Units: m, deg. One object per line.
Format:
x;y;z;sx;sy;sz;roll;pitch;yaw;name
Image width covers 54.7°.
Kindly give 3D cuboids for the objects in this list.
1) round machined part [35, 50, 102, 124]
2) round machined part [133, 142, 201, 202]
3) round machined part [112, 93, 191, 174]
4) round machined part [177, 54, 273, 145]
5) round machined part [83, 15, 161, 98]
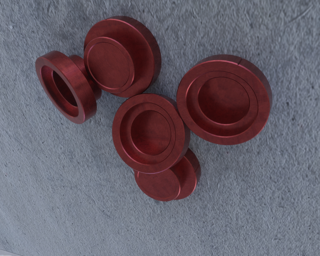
-0.115;-0.057;0.407;0.098;0.042;0.097;33;146;27;round machined part
0.004;0.063;0.432;0.098;0.042;0.097;13;124;20;round machined part
-0.008;0.005;0.389;0.098;0.042;0.097;3;96;25;round machined part
0.071;-0.033;0.338;0.098;0.042;0.097;13;124;20;round machined part
-0.051;-0.081;0.372;0.098;0.042;0.097;13;124;20;round machined part
